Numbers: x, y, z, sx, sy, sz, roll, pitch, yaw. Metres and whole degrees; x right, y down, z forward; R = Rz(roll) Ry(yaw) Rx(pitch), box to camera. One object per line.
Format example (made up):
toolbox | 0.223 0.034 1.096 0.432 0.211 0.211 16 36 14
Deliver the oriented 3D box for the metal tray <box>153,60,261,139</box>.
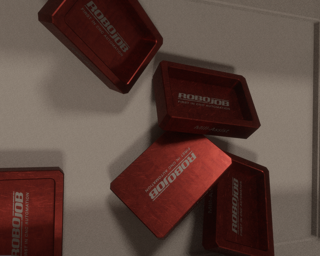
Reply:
metal tray | 0.060 -0.036 0.408 0.131 0.030 0.090 6 55 -20

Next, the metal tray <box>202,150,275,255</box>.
metal tray | 0.106 0.104 0.418 0.091 0.030 0.130 22 55 -19

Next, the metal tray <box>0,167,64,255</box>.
metal tray | -0.158 0.111 0.349 0.091 0.030 0.129 1 90 -20

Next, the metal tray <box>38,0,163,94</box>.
metal tray | -0.058 -0.111 0.351 0.090 0.030 0.130 -57 140 -11

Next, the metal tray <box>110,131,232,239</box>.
metal tray | 0.015 0.061 0.390 0.090 0.030 0.130 41 74 20
